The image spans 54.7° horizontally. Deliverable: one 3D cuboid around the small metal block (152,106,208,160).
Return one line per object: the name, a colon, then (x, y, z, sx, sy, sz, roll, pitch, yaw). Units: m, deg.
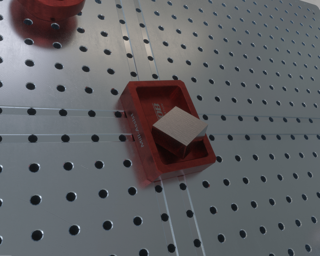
small metal block: (0.024, 0.005, 0.391, 0.050, 0.025, 0.050, 31, 48, 21)

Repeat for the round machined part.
round machined part: (-0.154, -0.188, 0.429, 0.099, 0.042, 0.098, 14, 56, -21)

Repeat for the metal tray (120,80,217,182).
metal tray: (0.010, -0.002, 0.411, 0.091, 0.030, 0.130, -7, 65, -31)
